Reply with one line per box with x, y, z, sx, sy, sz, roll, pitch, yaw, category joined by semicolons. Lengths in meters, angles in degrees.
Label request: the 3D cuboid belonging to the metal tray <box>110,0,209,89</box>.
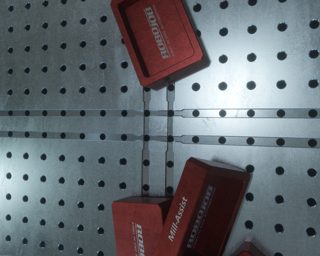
-0.002;-0.128;0.410;0.090;0.030;0.130;-23;82;18;metal tray

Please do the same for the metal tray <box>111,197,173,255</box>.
-0.016;0.157;0.400;0.090;0.030;0.129;-9;87;40;metal tray

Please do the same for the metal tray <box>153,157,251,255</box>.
0.049;0.103;0.354;0.030;0.091;0.129;22;94;45;metal tray

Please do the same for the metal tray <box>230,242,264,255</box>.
0.095;0.217;0.376;0.090;0.030;0.130;43;103;14;metal tray
